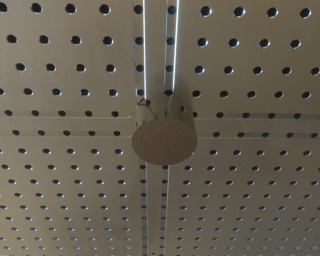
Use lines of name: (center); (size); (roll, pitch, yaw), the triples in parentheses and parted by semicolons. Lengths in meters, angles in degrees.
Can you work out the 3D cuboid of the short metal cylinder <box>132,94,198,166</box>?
short metal cylinder: (0.005, 0.003, 0.398); (0.081, 0.050, 0.079); (0, 130, 0)
